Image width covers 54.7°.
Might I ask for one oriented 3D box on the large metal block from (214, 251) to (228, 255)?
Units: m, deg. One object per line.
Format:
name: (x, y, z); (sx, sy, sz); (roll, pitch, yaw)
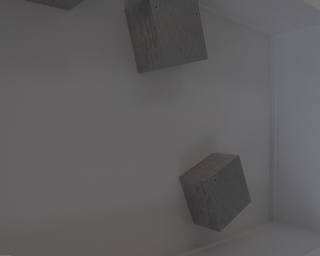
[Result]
large metal block: (0.096, 0.254, 0.474); (0.081, 0.050, 0.080); (-34, 111, -35)

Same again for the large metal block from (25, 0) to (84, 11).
large metal block: (-0.104, -0.152, 0.283); (0.081, 0.080, 0.050); (-2, 92, -40)

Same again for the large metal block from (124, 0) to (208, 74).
large metal block: (0.010, -0.119, 0.398); (0.081, 0.050, 0.080); (-20, 103, -38)

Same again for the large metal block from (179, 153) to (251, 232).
large metal block: (0.083, 0.092, 0.460); (0.081, 0.050, 0.080); (-29, 108, -36)
